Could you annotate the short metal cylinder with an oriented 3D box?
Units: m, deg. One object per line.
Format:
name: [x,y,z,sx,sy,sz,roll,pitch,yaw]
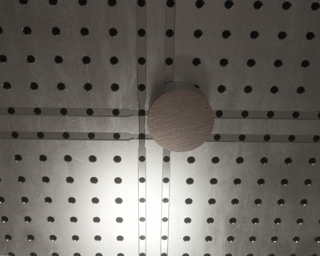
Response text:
short metal cylinder: [0.025,-0.016,0.395,0.081,0.050,0.079,0,110,-1]
